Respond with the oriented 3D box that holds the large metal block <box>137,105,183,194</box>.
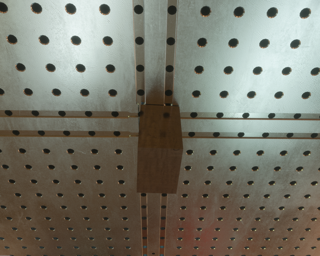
[{"bbox_3d":[-0.002,0.027,0.397,0.050,0.080,0.079,3,130,-3],"label":"large metal block"}]
